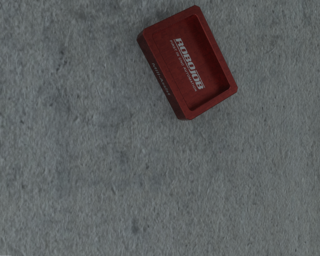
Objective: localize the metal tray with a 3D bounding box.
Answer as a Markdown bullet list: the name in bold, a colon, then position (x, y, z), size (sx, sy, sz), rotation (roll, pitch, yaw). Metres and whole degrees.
- **metal tray**: position (0.039, -0.086, 0.420), size (0.090, 0.030, 0.130), rotation (-31, 100, -17)
